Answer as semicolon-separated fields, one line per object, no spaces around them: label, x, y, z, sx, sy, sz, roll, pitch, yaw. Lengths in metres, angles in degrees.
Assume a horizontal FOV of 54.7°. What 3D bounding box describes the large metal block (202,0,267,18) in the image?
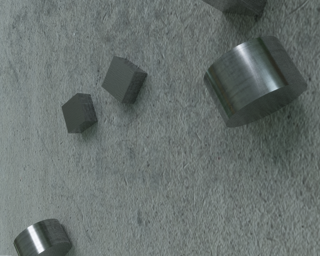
large metal block;0.075;-0.164;0.307;0.050;0.081;0.079;26;106;37

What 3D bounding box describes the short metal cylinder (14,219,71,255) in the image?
short metal cylinder;-0.203;0.203;0.537;0.050;0.081;0.080;50;119;28

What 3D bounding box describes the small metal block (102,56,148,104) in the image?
small metal block;-0.052;-0.069;0.448;0.050;0.025;0.050;40;114;32

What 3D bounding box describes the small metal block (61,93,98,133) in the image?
small metal block;-0.135;-0.024;0.516;0.050;0.025;0.050;-30;71;36

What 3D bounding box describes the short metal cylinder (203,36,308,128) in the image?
short metal cylinder;0.089;-0.041;0.296;0.080;0.081;0.050;-36;68;34
